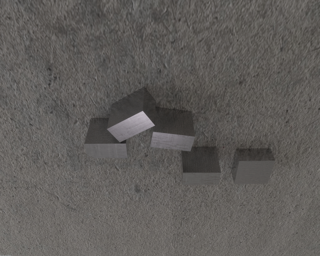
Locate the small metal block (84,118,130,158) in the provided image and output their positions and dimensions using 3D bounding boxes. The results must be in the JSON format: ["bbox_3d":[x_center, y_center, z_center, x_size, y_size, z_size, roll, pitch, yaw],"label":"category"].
[{"bbox_3d":[-0.066,0.012,0.400,0.050,0.050,0.025,0,130,0],"label":"small metal block"}]

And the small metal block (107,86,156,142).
[{"bbox_3d":[-0.034,-0.017,0.376,0.050,0.050,0.025,-25,126,20],"label":"small metal block"}]

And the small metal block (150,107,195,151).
[{"bbox_3d":[0.015,0.001,0.391,0.050,0.050,0.025,7,130,-6],"label":"small metal block"}]

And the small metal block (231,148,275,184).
[{"bbox_3d":[0.136,0.057,0.457,0.050,0.025,0.050,-1,130,0],"label":"small metal block"}]

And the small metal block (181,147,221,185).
[{"bbox_3d":[0.056,0.052,0.436,0.050,0.050,0.025,0,130,0],"label":"small metal block"}]
